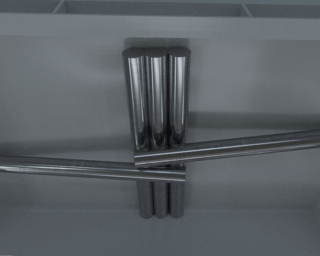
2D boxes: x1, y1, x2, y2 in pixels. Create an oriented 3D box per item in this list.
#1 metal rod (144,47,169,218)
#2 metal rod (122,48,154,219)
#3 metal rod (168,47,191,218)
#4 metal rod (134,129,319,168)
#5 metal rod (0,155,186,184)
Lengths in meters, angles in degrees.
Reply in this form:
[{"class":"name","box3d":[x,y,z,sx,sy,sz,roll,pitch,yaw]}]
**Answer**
[{"class":"metal rod","box3d":[-0.001,0.031,0.434,0.025,0.025,0.298,-1,130,0]},{"class":"metal rod","box3d":[-0.026,0.031,0.434,0.025,0.025,0.298,-1,130,0]},{"class":"metal rod","box3d":[0.025,0.030,0.434,0.025,0.025,0.298,-1,130,0]},{"class":"metal rod","box3d":[0.117,0.024,0.407,0.302,0.025,0.025,-6,130,-4]},{"class":"metal rod","box3d":[-0.116,0.056,0.432,0.302,0.025,0.025,3,130,5]}]
